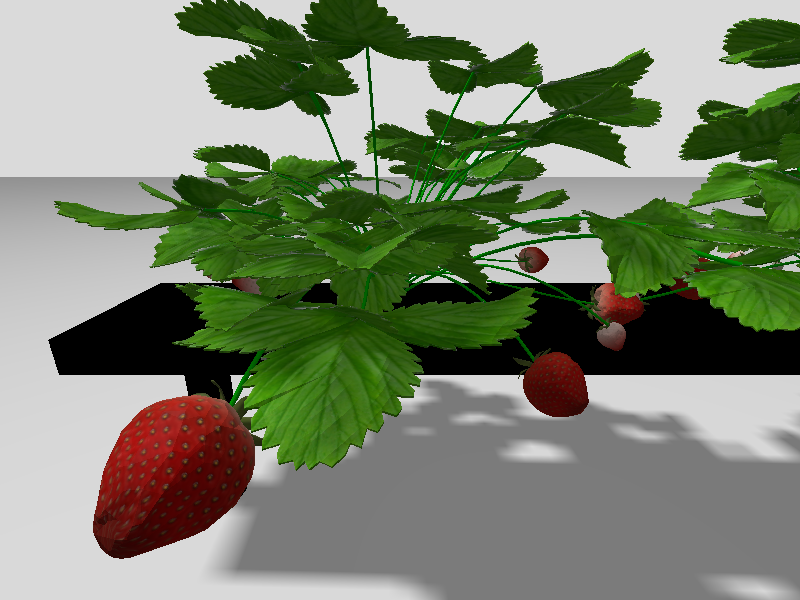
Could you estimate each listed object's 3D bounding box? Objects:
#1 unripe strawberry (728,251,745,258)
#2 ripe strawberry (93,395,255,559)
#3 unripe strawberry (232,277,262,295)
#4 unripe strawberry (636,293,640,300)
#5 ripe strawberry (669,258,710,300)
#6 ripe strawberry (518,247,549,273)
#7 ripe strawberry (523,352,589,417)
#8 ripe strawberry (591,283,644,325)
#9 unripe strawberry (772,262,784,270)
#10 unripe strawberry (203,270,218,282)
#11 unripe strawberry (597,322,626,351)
[{"bbox_3d":[0.421,-0.051,0.501,0.017,0.020,0.019,-2,-1,-6],"label":"unripe strawberry"},{"bbox_3d":[-0.078,0.060,0.137,0.048,0.050,0.052,5,20,14],"label":"ripe strawberry"},{"bbox_3d":[-0.139,-0.022,0.384,0.045,0.043,0.041,2,19,9],"label":"unripe strawberry"},{"bbox_3d":[0.188,0.002,0.341,0.026,0.026,0.025,-3,19,-6],"label":"unripe strawberry"},{"bbox_3d":[0.279,-0.020,0.384,0.042,0.041,0.039,2,19,7],"label":"ripe strawberry"},{"bbox_3d":[0.158,-0.047,0.472,0.031,0.031,0.034,-11,22,-31],"label":"ripe strawberry"},{"bbox_3d":[0.082,0.045,0.207,0.030,0.032,0.033,-11,40,-28],"label":"ripe strawberry"},{"bbox_3d":[0.171,0.005,0.314,0.035,0.035,0.038,6,20,15],"label":"ripe strawberry"},{"bbox_3d":[0.452,-0.040,0.480,0.011,0.011,0.011,3,19,8],"label":"unripe strawberry"},{"bbox_3d":[-0.202,-0.035,0.440,0.028,0.029,0.025,7,20,21],"label":"unripe strawberry"},{"bbox_3d":[0.148,0.026,0.278,0.018,0.019,0.021,-31,-1,35],"label":"unripe strawberry"}]
